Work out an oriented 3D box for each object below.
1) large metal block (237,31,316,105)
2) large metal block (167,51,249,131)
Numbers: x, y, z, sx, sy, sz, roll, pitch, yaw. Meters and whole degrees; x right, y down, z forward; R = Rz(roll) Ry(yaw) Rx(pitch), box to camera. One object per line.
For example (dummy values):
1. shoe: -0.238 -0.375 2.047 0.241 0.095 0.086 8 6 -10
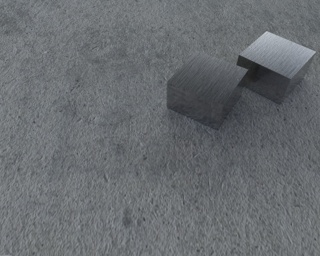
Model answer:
1. large metal block: 0.170 -0.092 0.465 0.080 0.050 0.080 34 58 25
2. large metal block: 0.065 -0.054 0.433 0.080 0.050 0.080 26 55 20
